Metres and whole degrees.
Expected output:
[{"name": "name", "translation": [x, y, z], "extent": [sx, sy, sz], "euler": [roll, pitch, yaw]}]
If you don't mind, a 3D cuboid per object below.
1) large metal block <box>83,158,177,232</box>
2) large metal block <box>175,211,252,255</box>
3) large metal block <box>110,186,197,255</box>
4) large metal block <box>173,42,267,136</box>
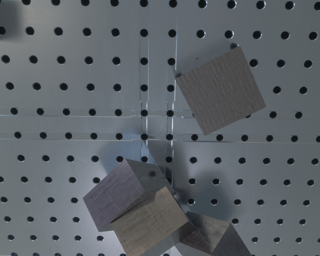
[{"name": "large metal block", "translation": [-0.038, 0.090, 0.410], "extent": [0.080, 0.080, 0.050], "euler": [-43, 61, 14]}, {"name": "large metal block", "translation": [0.072, 0.170, 0.437], "extent": [0.050, 0.080, 0.080], "euler": [-47, 117, -30]}, {"name": "large metal block", "translation": [-0.005, 0.127, 0.398], "extent": [0.080, 0.050, 0.080], "euler": [-34, 152, -4]}, {"name": "large metal block", "translation": [0.071, -0.049, 0.382], "extent": [0.080, 0.050, 0.080], "euler": [-26, 108, 9]}]
